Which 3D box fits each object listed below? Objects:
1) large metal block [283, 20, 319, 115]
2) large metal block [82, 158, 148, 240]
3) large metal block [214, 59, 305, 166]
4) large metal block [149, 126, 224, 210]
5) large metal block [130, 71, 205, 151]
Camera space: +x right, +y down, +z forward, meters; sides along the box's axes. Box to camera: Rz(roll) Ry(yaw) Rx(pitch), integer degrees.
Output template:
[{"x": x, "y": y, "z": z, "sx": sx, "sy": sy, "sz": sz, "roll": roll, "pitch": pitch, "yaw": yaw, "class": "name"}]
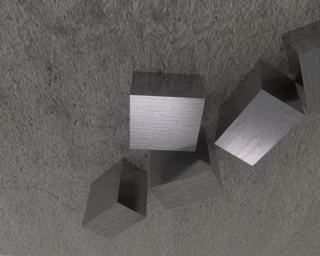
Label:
[{"x": 0.187, "y": -0.071, "z": 0.332, "sx": 0.080, "sy": 0.050, "sz": 0.080, "roll": -19, "pitch": 128, "yaw": 15, "class": "large metal block"}, {"x": -0.064, "y": 0.105, "z": 0.460, "sx": 0.050, "sy": 0.080, "sz": 0.080, "roll": 36, "pitch": 121, "yaw": -27, "class": "large metal block"}, {"x": 0.108, "y": -0.019, "z": 0.349, "sx": 0.050, "sy": 0.080, "sz": 0.080, "roll": 30, "pitch": 125, "yaw": -6, "class": "large metal block"}, {"x": 0.034, "y": 0.053, "z": 0.417, "sx": 0.080, "sy": 0.080, "sz": 0.050, "roll": -19, "pitch": 128, "yaw": 15, "class": "large metal block"}, {"x": 0.006, "y": -0.019, "z": 0.374, "sx": 0.081, "sy": 0.050, "sz": 0.079, "roll": 3, "pitch": 130, "yaw": -3, "class": "large metal block"}]
